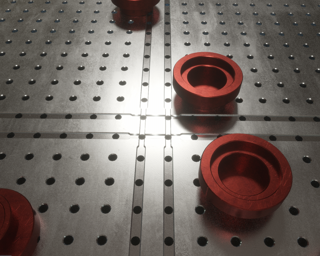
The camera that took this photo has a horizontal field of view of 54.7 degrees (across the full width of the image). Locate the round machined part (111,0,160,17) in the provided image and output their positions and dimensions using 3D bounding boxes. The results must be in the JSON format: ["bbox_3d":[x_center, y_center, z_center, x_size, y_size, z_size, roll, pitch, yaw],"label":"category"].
[{"bbox_3d":[-0.048,-0.257,0.612,0.099,0.042,0.098,0,50,0],"label":"round machined part"}]

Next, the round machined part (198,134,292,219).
[{"bbox_3d":[0.092,0.057,0.350,0.099,0.042,0.098,0,50,0],"label":"round machined part"}]

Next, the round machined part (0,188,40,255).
[{"bbox_3d":[-0.176,0.103,0.308,0.099,0.042,0.098,0,50,0],"label":"round machined part"}]

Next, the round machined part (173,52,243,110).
[{"bbox_3d":[0.067,-0.065,0.452,0.099,0.042,0.098,0,50,0],"label":"round machined part"}]
